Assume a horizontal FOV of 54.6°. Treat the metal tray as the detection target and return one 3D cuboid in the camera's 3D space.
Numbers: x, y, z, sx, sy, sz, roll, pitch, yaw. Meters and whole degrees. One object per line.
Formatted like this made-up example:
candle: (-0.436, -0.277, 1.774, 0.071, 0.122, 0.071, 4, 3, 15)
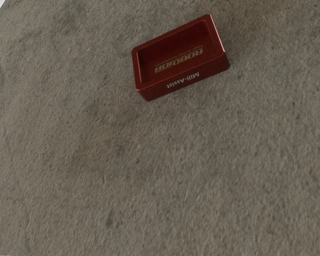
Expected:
metal tray: (0.025, -0.102, 0.450, 0.130, 0.030, 0.090, -21, 54, 16)
